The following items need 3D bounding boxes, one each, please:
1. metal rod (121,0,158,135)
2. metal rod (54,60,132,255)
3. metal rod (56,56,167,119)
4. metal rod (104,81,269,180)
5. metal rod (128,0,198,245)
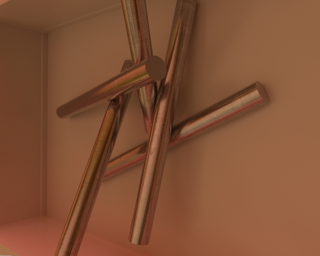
[{"bbox_3d":[-0.025,-0.116,0.327,0.025,0.025,0.298,26,139,37],"label":"metal rod"},{"bbox_3d":[-0.079,0.046,0.395,0.025,0.025,0.299,0,66,40],"label":"metal rod"},{"bbox_3d":[-0.088,-0.044,0.427,0.299,0.025,0.025,-10,83,55],"label":"metal rod"},{"bbox_3d":[-0.001,0.021,0.407,0.299,0.025,0.025,-29,72,36],"label":"metal rod"},{"bbox_3d":[0.004,-0.012,0.373,0.025,0.025,0.298,9,87,39],"label":"metal rod"}]
